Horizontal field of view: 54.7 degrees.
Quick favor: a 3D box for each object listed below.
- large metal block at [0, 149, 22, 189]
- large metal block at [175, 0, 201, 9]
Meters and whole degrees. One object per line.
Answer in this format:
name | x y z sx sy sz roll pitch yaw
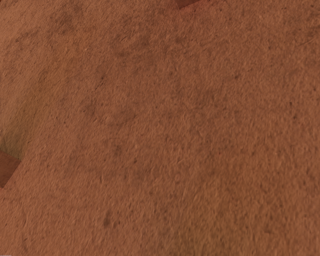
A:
large metal block | -0.285 0.046 0.486 0.080 0.080 0.050 17 71 34
large metal block | 0.052 -0.252 0.495 0.080 0.080 0.050 -17 55 18
